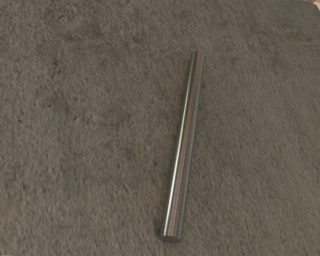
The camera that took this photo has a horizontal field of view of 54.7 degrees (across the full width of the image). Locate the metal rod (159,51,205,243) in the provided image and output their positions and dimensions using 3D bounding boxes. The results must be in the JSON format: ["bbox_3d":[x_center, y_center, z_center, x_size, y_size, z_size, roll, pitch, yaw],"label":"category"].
[{"bbox_3d":[0.037,0.002,0.423,0.025,0.025,0.300,23,53,-15],"label":"metal rod"}]
